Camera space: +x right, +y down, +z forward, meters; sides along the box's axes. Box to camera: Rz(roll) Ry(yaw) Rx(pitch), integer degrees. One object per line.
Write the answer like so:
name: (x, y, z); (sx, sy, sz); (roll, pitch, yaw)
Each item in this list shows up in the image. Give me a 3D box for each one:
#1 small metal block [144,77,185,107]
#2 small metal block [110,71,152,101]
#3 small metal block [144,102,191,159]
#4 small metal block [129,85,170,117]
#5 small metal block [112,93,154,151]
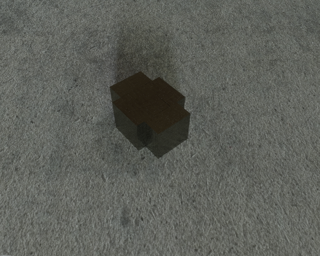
small metal block: (0.006, -0.032, 0.414); (0.025, 0.050, 0.050); (-34, 58, -25)
small metal block: (-0.038, -0.042, 0.422); (0.050, 0.050, 0.025); (-32, 57, -24)
small metal block: (0.009, 0.004, 0.385); (0.050, 0.050, 0.025); (-32, 57, -24)
small metal block: (-0.014, -0.019, 0.404); (0.025, 0.050, 0.050); (-33, 58, -24)
small metal block: (-0.033, -0.007, 0.393); (0.025, 0.050, 0.050); (-33, 58, -24)
